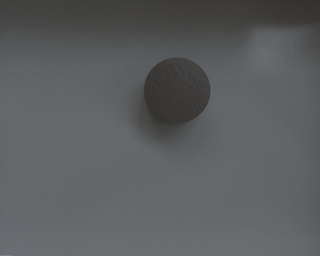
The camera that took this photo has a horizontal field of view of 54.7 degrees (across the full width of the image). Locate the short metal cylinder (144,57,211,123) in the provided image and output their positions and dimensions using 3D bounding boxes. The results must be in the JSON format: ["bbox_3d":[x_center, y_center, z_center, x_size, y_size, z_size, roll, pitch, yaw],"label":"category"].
[{"bbox_3d":[0.021,-0.046,0.399,0.081,0.050,0.079,0,90,-1],"label":"short metal cylinder"}]
